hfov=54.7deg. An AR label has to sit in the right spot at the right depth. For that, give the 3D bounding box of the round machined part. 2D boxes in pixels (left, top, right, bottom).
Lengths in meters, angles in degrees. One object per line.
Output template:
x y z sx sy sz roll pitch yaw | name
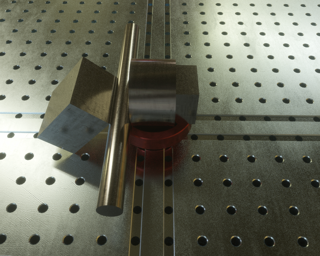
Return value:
-0.008 -0.011 0.404 0.099 0.042 0.098 0 50 0 | round machined part

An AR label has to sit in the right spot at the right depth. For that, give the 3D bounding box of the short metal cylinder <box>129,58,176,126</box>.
-0.008 -0.042 0.368 0.050 0.080 0.080 1 50 0 | short metal cylinder

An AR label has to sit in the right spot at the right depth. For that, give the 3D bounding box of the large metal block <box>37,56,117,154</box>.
-0.102 -0.027 0.386 0.050 0.080 0.080 30 42 -30 | large metal block

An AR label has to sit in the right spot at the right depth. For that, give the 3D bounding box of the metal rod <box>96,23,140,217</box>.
-0.045 -0.037 0.384 0.025 0.025 0.300 1 50 0 | metal rod

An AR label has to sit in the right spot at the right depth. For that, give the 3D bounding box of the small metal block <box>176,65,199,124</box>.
0.030 -0.040 0.370 0.025 0.050 0.050 1 50 0 | small metal block
